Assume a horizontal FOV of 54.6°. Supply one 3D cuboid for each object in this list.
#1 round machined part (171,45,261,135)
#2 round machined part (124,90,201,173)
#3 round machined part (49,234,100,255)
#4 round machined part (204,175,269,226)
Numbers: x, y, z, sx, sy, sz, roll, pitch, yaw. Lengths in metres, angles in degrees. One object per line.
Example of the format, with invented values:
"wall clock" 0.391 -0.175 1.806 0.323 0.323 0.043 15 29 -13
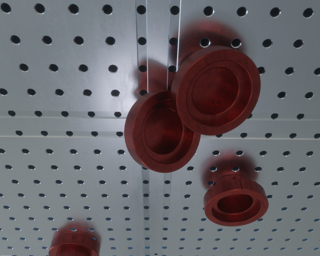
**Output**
"round machined part" 0.059 -0.044 0.350 0.099 0.042 0.097 -7 117 -14
"round machined part" 0.000 0.003 0.380 0.098 0.098 0.042 42 162 -29
"round machined part" -0.171 0.256 0.616 0.099 0.042 0.097 0 130 0
"round machined part" 0.119 0.112 0.497 0.099 0.042 0.097 0 130 0
